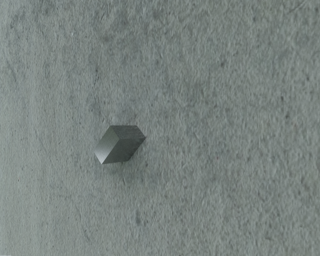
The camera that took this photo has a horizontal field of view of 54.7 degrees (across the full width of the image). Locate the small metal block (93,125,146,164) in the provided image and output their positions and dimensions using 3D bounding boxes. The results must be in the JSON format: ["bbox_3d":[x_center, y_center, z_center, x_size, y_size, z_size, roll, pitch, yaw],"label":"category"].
[{"bbox_3d":[-0.056,0.023,0.433,0.050,0.050,0.025,-52,60,27],"label":"small metal block"}]
